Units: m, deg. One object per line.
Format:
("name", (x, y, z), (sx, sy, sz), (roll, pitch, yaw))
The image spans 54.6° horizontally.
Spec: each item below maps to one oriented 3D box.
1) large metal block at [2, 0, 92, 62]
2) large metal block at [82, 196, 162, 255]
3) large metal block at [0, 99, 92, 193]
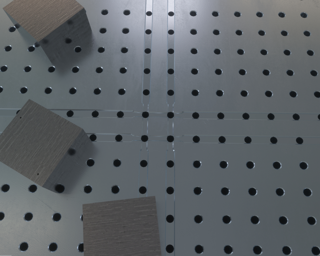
("large metal block", (-0.163, -0.159, 0.456), (0.080, 0.050, 0.080), (43, 75, 14))
("large metal block", (-0.041, 0.125, 0.353), (0.080, 0.050, 0.080), (-6, 70, -2))
("large metal block", (-0.147, 0.023, 0.389), (0.080, 0.050, 0.080), (28, 72, 10))
